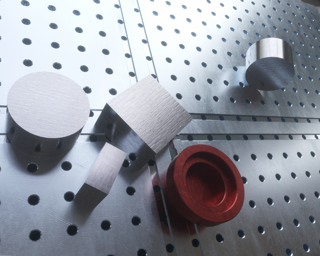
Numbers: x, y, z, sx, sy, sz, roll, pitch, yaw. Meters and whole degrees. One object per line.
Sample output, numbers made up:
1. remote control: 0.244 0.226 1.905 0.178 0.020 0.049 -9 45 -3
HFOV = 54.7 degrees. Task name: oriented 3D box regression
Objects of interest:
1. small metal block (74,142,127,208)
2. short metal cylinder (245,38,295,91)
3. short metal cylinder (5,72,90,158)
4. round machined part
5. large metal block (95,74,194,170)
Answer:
1. small metal block: -0.063 0.051 0.328 0.025 0.050 0.050 30 52 -10
2. short metal cylinder: 0.193 -0.111 0.548 0.080 0.080 0.050 24 53 -15
3. short metal cylinder: -0.122 -0.014 0.335 0.081 0.050 0.080 14 56 -21
4. round machined part: 0.051 0.072 0.383 0.099 0.042 0.098 14 56 -21
5. large metal block: -0.019 -0.009 0.389 0.080 0.050 0.080 46 51 3
